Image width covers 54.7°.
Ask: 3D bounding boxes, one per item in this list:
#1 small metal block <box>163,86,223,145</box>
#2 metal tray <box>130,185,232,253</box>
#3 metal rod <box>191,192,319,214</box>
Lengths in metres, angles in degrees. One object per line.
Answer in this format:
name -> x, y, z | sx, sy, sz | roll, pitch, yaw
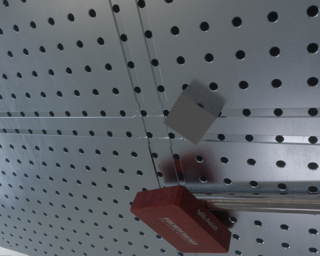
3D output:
small metal block -> 0.040, -0.015, 0.381 | 0.050, 0.025, 0.050 | 35, 129, 5
metal tray -> 0.032, 0.137, 0.449 | 0.090, 0.030, 0.130 | -19, 125, 39
metal rod -> 0.126, 0.097, 0.404 | 0.300, 0.025, 0.025 | -7, 115, 31
